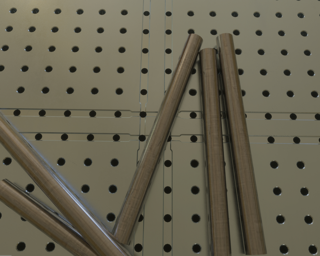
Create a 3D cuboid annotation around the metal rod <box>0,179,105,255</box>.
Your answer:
[{"bbox_3d":[-0.071,0.150,0.355,0.301,0.025,0.025,31,73,10],"label":"metal rod"}]

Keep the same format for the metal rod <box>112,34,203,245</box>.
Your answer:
[{"bbox_3d":[0.002,0.001,0.411,0.025,0.025,0.300,18,71,6],"label":"metal rod"}]

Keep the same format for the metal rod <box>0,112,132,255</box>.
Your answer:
[{"bbox_3d":[-0.137,0.062,0.374,0.300,0.025,0.025,41,75,18],"label":"metal rod"}]

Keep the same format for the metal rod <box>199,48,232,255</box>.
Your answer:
[{"bbox_3d":[0.070,0.030,0.401,0.025,0.025,0.299,0,70,0],"label":"metal rod"}]

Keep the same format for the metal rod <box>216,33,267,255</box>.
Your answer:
[{"bbox_3d":[0.104,0.006,0.410,0.025,0.025,0.299,-3,70,-1],"label":"metal rod"}]
